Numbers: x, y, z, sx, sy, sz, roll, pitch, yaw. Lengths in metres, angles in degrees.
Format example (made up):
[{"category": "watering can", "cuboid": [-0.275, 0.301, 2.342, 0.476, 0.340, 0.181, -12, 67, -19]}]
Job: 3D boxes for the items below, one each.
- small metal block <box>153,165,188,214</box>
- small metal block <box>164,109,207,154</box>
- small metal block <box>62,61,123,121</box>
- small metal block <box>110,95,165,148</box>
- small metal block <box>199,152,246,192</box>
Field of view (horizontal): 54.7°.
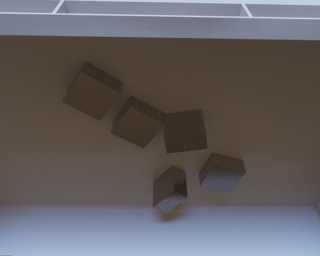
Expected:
[{"category": "small metal block", "cuboid": [0.015, 0.093, 0.473, 0.025, 0.050, 0.050, 30, 124, -23]}, {"category": "small metal block", "cuboid": [0.032, 0.003, 0.396, 0.050, 0.050, 0.025, -7, 130, 5]}, {"category": "small metal block", "cuboid": [-0.080, -0.043, 0.371, 0.050, 0.025, 0.050, 29, 124, -23]}, {"category": "small metal block", "cuboid": [-0.029, -0.007, 0.403, 0.050, 0.025, 0.050, 27, 125, -21]}, {"category": "small metal block", "cuboid": [0.093, 0.068, 0.469, 0.050, 0.025, 0.050, 14, 129, -13]}]
